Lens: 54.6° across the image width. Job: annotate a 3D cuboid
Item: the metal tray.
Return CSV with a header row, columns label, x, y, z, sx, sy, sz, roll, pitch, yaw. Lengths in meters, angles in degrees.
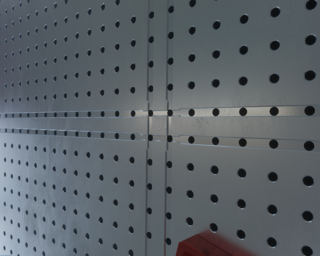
label,x,y,z,sx,sy,sz,roll,pitch,yaw
metal tray,0.052,0.207,0.364,0.090,0.030,0.129,21,103,38
